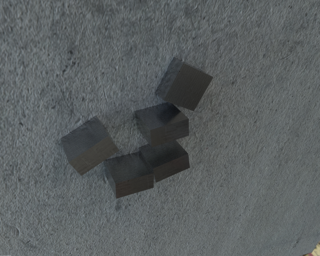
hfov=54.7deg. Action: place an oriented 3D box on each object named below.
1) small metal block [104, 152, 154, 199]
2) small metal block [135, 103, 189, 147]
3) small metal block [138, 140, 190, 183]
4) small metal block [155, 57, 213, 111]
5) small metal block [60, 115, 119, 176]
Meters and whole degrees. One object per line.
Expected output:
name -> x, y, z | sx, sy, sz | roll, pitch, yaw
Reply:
small metal block -> -0.041, 0.060, 0.405 | 0.050, 0.050, 0.025 | -12, 124, -22
small metal block -> 0.002, -0.006, 0.388 | 0.050, 0.050, 0.025 | -16, 125, -19
small metal block -> 0.005, 0.040, 0.418 | 0.050, 0.050, 0.025 | -21, 127, -16
small metal block -> 0.030, -0.054, 0.390 | 0.050, 0.025, 0.050 | 17, 110, -35
small metal block -> -0.082, 0.019, 0.358 | 0.050, 0.050, 0.025 | -34, 129, -6
